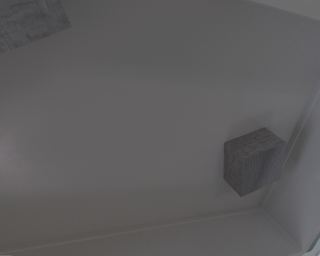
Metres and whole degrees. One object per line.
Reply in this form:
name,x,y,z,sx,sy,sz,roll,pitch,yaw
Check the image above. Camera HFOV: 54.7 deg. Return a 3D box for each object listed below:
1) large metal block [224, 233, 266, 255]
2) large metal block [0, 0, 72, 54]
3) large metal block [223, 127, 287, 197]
large metal block,0.195,0.281,0.656,0.050,0.080,0.080,-46,129,4
large metal block,-0.125,-0.098,0.244,0.080,0.080,0.050,-26,128,-12
large metal block,0.154,0.055,0.510,0.081,0.050,0.079,-19,126,-18
